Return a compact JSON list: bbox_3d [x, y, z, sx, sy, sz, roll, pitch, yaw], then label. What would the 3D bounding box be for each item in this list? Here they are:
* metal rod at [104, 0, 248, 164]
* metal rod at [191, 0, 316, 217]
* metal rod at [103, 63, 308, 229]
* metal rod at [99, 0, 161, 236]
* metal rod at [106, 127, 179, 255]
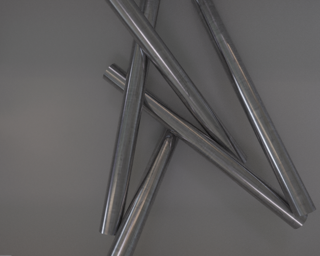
[{"bbox_3d":[0.016,-0.065,0.364,0.025,0.025,0.300,-39,109,0],"label":"metal rod"},{"bbox_3d":[0.110,-0.039,0.383,0.025,0.025,0.299,-23,79,0],"label":"metal rod"},{"bbox_3d":[0.053,0.020,0.387,0.300,0.025,0.025,38,90,4],"label":"metal rod"},{"bbox_3d":[-0.033,-0.029,0.366,0.025,0.025,0.299,9,83,0],"label":"metal rod"},{"bbox_3d":[-0.035,0.118,0.333,0.025,0.025,0.300,25,57,0],"label":"metal rod"}]
